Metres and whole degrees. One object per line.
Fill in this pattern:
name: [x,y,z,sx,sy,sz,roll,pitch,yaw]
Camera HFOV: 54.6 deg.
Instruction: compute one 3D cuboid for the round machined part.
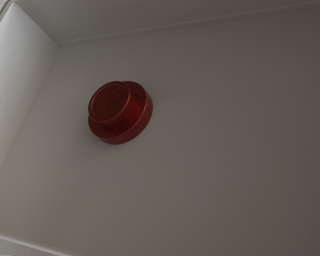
round machined part: [-0.063,-0.029,0.447,0.098,0.042,0.098,-13,56,21]
